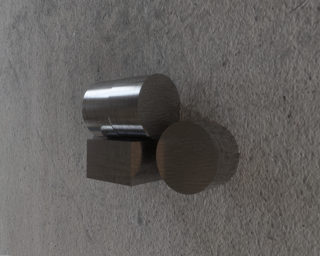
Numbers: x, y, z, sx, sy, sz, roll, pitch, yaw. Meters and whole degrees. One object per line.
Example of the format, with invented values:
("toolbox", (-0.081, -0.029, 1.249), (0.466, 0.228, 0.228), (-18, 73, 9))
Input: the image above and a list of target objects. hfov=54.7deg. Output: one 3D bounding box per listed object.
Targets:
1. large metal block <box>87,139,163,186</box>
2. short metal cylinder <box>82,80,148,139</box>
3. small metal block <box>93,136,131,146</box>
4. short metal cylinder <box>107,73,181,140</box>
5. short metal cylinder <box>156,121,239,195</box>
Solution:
("large metal block", (-0.037, 0.040, 0.402), (0.080, 0.081, 0.050), (1, 91, 40))
("short metal cylinder", (-0.057, -0.025, 0.418), (0.050, 0.081, 0.079), (1, 91, 40))
("small metal block", (-0.077, 0.025, 0.471), (0.050, 0.025, 0.050), (45, 117, 30))
("short metal cylinder", (-0.018, -0.026, 0.386), (0.050, 0.081, 0.079), (1, 91, 40))
("short metal cylinder", (0.043, 0.032, 0.355), (0.080, 0.050, 0.079), (0, 90, 40))
